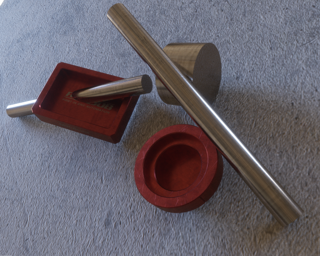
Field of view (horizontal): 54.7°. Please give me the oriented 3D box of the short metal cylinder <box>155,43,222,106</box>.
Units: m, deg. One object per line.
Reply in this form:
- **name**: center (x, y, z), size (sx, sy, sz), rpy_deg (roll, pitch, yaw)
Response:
- **short metal cylinder**: center (0.038, -0.066, 0.390), size (0.050, 0.080, 0.080), rpy_deg (10, 67, 32)

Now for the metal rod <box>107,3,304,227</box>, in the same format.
- **metal rod**: center (0.035, -0.028, 0.332), size (0.025, 0.025, 0.300), rpy_deg (-39, 73, 2)

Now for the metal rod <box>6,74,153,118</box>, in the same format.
- **metal rod**: center (-0.142, -0.044, 0.482), size (0.300, 0.025, 0.025), rpy_deg (-6, 59, 33)

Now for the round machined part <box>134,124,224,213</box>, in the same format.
- **round machined part**: center (0.024, 0.048, 0.351), size (0.098, 0.042, 0.098), rpy_deg (-13, 56, 21)

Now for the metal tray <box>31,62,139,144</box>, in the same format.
- **metal tray**: center (-0.106, -0.039, 0.451), size (0.130, 0.030, 0.090), rpy_deg (16, 69, 12)
